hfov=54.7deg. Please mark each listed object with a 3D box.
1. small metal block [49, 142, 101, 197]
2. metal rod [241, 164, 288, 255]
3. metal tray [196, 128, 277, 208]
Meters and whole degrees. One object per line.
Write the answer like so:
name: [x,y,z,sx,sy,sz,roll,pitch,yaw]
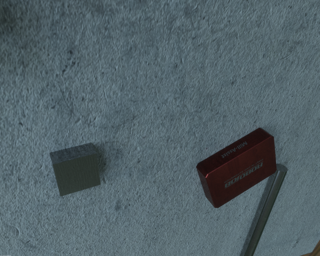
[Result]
small metal block: [-0.104,0.051,0.382,0.050,0.025,0.050,-14,124,-21]
metal rod: [0.205,0.204,0.645,0.025,0.025,0.298,-6,121,-26]
metal tray: [0.131,0.067,0.517,0.131,0.030,0.090,-29,128,-10]
